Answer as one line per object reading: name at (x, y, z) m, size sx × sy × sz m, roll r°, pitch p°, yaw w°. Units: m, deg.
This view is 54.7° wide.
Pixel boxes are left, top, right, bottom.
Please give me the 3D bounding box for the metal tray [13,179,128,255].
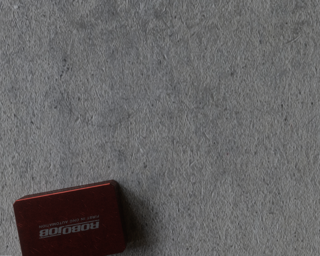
metal tray at (-0.115, 0.125, 0.407) m, size 0.131 × 0.030 × 0.089 m, roll -10°, pitch 90°, yaw 0°
